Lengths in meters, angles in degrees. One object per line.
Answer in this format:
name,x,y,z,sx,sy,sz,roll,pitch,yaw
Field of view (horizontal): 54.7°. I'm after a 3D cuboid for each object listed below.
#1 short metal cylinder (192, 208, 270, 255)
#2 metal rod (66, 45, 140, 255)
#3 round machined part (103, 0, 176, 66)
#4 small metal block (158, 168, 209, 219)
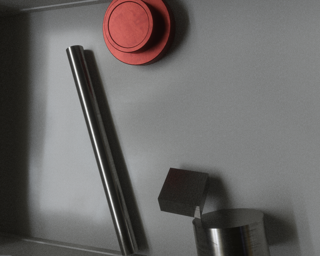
short metal cylinder,0.081,0.127,0.353,0.080,0.080,0.050,-10,87,19
metal rod,-0.082,0.027,0.438,0.025,0.025,0.298,-19,84,19
round machined part,-0.032,-0.131,0.405,0.098,0.042,0.097,3,100,20
small metal block,0.031,0.079,0.384,0.050,0.050,0.025,6,133,19
